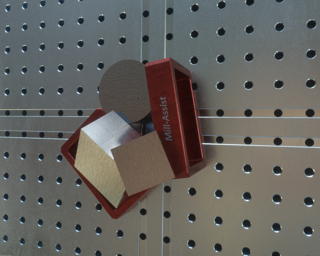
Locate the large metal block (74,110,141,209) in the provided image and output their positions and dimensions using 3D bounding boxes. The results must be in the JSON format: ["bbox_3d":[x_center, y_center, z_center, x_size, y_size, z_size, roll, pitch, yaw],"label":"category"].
[{"bbox_3d":[-0.056,0.040,0.385,0.080,0.050,0.079,41,138,14],"label":"large metal block"}]

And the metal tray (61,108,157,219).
[{"bbox_3d":[-0.067,0.048,0.431,0.090,0.030,0.130,-45,77,14],"label":"metal tray"}]

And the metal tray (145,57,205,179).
[{"bbox_3d":[0.021,-0.010,0.370,0.030,0.090,0.129,-10,87,19],"label":"metal tray"}]

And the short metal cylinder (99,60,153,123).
[{"bbox_3d":[-0.033,-0.046,0.410,0.080,0.050,0.079,0,90,19],"label":"short metal cylinder"}]

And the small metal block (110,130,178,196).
[{"bbox_3d":[-0.015,0.036,0.317,0.050,0.025,0.050,-23,83,7],"label":"small metal block"}]
